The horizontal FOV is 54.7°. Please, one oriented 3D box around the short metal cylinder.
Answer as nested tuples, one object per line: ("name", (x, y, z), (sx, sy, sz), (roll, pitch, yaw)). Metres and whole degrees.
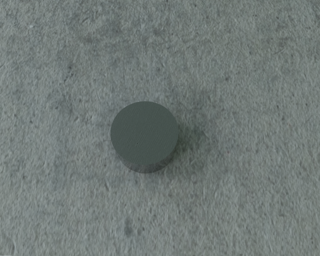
("short metal cylinder", (-0.018, 0.013, 0.390), (0.081, 0.050, 0.080), (0, 70, 0))
